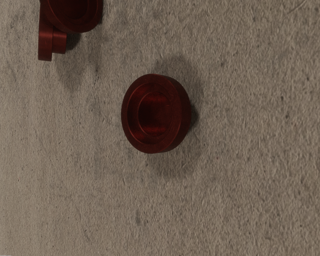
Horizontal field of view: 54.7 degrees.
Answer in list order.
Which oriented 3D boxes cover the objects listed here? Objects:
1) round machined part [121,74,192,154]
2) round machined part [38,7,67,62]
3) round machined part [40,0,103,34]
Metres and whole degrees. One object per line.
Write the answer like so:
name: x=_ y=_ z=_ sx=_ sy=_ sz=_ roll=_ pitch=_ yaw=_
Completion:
round machined part: x=-0.001 y=-0.017 z=0.393 sx=0.098 sy=0.042 sz=0.097 roll=0 pitch=90 yaw=39
round machined part: x=-0.180 y=-0.161 z=0.521 sx=0.098 sy=0.042 sz=0.097 roll=-177 pitch=90 yaw=-69
round machined part: x=-0.138 y=-0.193 z=0.469 sx=0.042 sy=0.099 sz=0.097 roll=6 pitch=94 yaw=39
